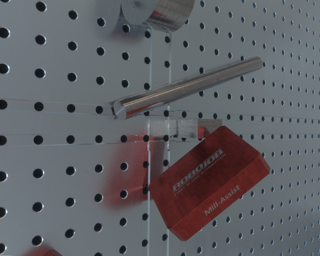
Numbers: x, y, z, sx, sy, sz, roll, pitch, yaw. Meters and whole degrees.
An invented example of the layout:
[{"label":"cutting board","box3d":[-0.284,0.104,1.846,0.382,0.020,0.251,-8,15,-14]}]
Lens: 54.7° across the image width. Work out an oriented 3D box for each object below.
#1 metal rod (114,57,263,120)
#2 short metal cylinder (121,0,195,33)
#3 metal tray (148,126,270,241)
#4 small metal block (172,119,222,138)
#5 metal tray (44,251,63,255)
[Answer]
[{"label":"metal rod","box3d":[0.062,-0.068,0.461,0.302,0.025,0.025,-23,105,-38]},{"label":"short metal cylinder","box3d":[-0.003,-0.159,0.371,0.050,0.080,0.079,-1,91,-40]},{"label":"metal tray","box3d":[0.054,0.062,0.378,0.130,0.090,0.030,-39,119,0]},{"label":"small metal block","box3d":[0.052,0.000,0.437,0.050,0.050,0.025,-2,92,-40]},{"label":"metal tray","box3d":[-0.130,0.198,0.297,0.131,0.030,0.090,-37,113,-34]}]
